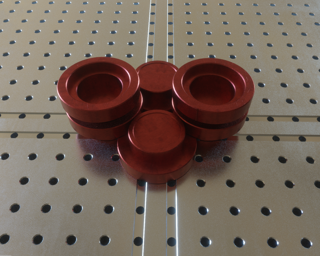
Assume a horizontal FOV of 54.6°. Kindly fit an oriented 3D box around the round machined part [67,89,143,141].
[{"bbox_3d":[-0.072,-0.022,0.414,0.099,0.042,0.098,0,50,0],"label":"round machined part"}]

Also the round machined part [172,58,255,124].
[{"bbox_3d":[0.064,-0.041,0.389,0.099,0.042,0.098,0,50,0],"label":"round machined part"}]

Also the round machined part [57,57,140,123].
[{"bbox_3d":[-0.074,-0.043,0.390,0.099,0.042,0.098,0,50,0],"label":"round machined part"}]

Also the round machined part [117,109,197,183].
[{"bbox_3d":[-0.004,0.015,0.383,0.099,0.042,0.098,0,50,0],"label":"round machined part"}]

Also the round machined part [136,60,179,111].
[{"bbox_3d":[-0.003,-0.060,0.447,0.099,0.042,0.098,0,50,0],"label":"round machined part"}]

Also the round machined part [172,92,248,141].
[{"bbox_3d":[0.065,-0.022,0.414,0.099,0.042,0.098,0,50,0],"label":"round machined part"}]
